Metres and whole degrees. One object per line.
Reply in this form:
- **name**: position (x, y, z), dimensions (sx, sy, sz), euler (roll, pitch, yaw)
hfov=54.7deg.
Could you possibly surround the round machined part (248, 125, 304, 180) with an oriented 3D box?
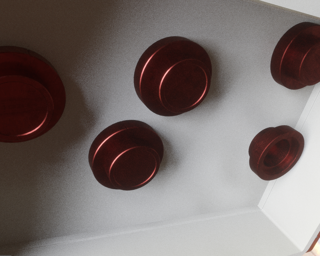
- **round machined part**: position (0.191, 0.037, 0.525), dimensions (0.099, 0.042, 0.097), euler (-14, 124, -21)

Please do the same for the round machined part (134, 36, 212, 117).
- **round machined part**: position (0.022, -0.057, 0.374), dimensions (0.099, 0.042, 0.097), euler (-14, 124, -21)

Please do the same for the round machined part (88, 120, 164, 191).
- **round machined part**: position (-0.039, 0.042, 0.402), dimensions (0.099, 0.042, 0.097), euler (-14, 124, -21)

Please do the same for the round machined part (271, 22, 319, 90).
- **round machined part**: position (0.215, -0.101, 0.452), dimensions (0.099, 0.042, 0.097), euler (-14, 124, -21)

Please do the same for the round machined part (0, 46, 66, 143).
- **round machined part**: position (-0.143, -0.027, 0.303), dimensions (0.099, 0.042, 0.097), euler (-14, 124, -21)
